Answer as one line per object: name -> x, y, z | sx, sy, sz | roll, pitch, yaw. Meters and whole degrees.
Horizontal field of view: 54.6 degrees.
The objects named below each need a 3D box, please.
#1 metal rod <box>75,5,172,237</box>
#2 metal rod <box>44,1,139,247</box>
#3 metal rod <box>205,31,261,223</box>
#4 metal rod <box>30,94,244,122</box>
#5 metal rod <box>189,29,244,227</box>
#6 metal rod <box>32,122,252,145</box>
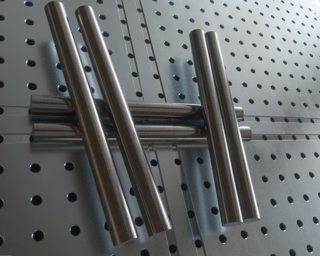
metal rod -> -0.050, -0.025, 0.364 | 0.025, 0.025, 0.299 | -8, 66, -32
metal rod -> -0.083, -0.022, 0.345 | 0.025, 0.025, 0.299 | -8, 66, -32
metal rod -> 0.094, -0.021, 0.440 | 0.025, 0.025, 0.299 | 9, 58, -24
metal rod -> -0.010, -0.023, 0.417 | 0.302, 0.025, 0.025 | 1, 62, -28
metal rod -> 0.071, -0.020, 0.427 | 0.025, 0.025, 0.299 | 9, 58, -24
metal rod -> -0.002, 0.007, 0.403 | 0.302, 0.025, 0.025 | 1, 62, -28
